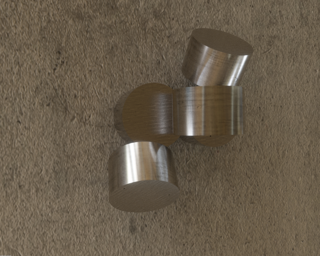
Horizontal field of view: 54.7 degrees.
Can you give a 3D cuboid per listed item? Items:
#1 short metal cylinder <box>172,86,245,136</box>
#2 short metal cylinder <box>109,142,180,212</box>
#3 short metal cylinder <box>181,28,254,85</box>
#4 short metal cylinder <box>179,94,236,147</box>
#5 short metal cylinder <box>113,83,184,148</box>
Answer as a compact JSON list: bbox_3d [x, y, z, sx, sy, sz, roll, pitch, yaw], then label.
[{"bbox_3d":[0.054,-0.018,0.349,0.081,0.080,0.050,-2,91,-20],"label":"short metal cylinder"},{"bbox_3d":[-0.020,0.060,0.367,0.081,0.079,0.050,8,49,-20],"label":"short metal cylinder"},{"bbox_3d":[0.073,-0.090,0.402,0.081,0.080,0.050,1,128,-20],"label":"short metal cylinder"},{"bbox_3d":[0.062,-0.016,0.420,0.081,0.050,0.079,0,90,-21],"label":"short metal cylinder"},{"bbox_3d":[-0.014,-0.014,0.392,0.081,0.050,0.079,0,90,-21],"label":"short metal cylinder"}]
